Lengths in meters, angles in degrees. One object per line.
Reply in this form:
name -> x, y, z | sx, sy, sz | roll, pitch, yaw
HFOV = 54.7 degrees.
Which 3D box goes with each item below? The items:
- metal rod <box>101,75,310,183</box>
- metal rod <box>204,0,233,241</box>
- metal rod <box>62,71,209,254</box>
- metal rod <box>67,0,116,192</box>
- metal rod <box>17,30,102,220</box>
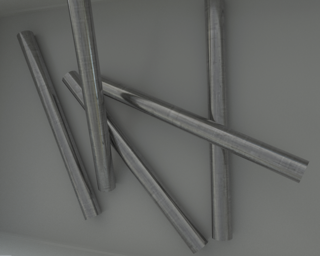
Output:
metal rod -> 0.024, -0.012, 0.380 | 0.300, 0.025, 0.025 | 25, 98, 26
metal rod -> 0.072, -0.014, 0.384 | 0.025, 0.025, 0.298 | -2, 89, 20
metal rod -> -0.041, 0.037, 0.424 | 0.025, 0.025, 0.300 | -43, 77, 15
metal rod -> -0.083, -0.051, 0.376 | 0.025, 0.025, 0.298 | 6, 117, 20
metal rod -> -0.153, -0.009, 0.464 | 0.025, 0.025, 0.299 | -26, 82, 18
